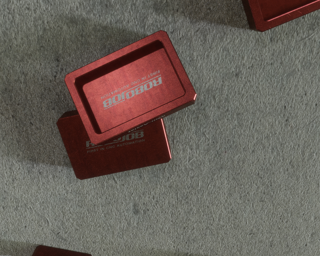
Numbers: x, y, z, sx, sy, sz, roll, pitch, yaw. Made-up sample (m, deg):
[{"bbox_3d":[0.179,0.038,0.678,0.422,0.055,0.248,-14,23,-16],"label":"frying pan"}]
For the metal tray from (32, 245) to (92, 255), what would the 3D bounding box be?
[{"bbox_3d":[-0.166,0.257,0.499,0.091,0.030,0.129,13,110,-5],"label":"metal tray"}]

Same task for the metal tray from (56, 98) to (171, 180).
[{"bbox_3d":[-0.058,0.012,0.411,0.131,0.030,0.089,-12,110,4],"label":"metal tray"}]

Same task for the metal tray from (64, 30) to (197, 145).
[{"bbox_3d":[-0.034,-0.045,0.364,0.130,0.030,0.090,-25,84,3],"label":"metal tray"}]

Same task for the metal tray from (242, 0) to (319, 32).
[{"bbox_3d":[0.155,-0.174,0.344,0.130,0.030,0.090,-21,109,7],"label":"metal tray"}]
